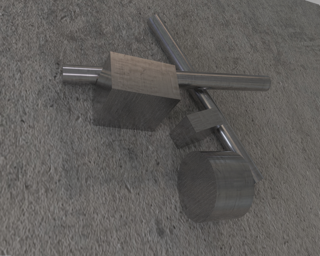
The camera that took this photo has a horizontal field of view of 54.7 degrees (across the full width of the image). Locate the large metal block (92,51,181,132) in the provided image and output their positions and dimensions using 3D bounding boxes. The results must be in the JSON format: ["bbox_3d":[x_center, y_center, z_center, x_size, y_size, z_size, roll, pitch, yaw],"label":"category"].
[{"bbox_3d":[-0.032,-0.039,0.375,0.081,0.080,0.050,7,59,-25],"label":"large metal block"}]

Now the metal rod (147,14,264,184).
[{"bbox_3d":[0.062,-0.050,0.467,0.025,0.025,0.299,-19,72,-35],"label":"metal rod"}]

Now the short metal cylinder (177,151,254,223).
[{"bbox_3d":[0.062,0.067,0.361,0.050,0.080,0.080,3,61,-27],"label":"short metal cylinder"}]

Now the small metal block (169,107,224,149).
[{"bbox_3d":[0.048,0.001,0.413,0.050,0.050,0.025,-17,71,-35],"label":"small metal block"}]

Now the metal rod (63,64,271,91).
[{"bbox_3d":[0.023,-0.068,0.431,0.302,0.025,0.025,-1,62,-20],"label":"metal rod"}]
